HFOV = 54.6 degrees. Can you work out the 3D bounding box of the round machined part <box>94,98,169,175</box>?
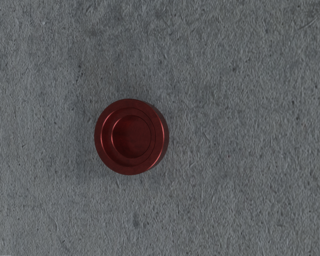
[{"bbox_3d":[-0.034,0.011,0.412,0.098,0.042,0.097,0,90,20],"label":"round machined part"}]
